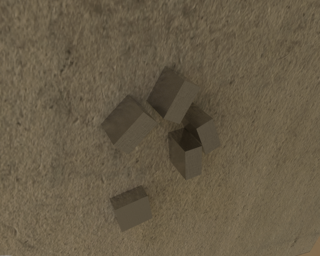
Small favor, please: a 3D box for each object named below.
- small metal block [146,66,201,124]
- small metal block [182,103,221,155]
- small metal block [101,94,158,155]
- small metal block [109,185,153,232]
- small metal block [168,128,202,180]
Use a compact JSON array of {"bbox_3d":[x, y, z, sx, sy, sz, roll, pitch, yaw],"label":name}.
[{"bbox_3d":[0.015,-0.041,0.375,0.025,0.050,0.050,18,109,-36],"label":"small metal block"},{"bbox_3d":[0.054,0.000,0.422,0.025,0.050,0.050,-32,129,-8],"label":"small metal block"},{"bbox_3d":[-0.038,-0.005,0.368,0.050,0.050,0.025,-47,130,5],"label":"small metal block"},{"bbox_3d":[-0.042,0.120,0.459,0.050,0.025,0.050,-21,127,-17],"label":"small metal block"},{"bbox_3d":[0.035,0.036,0.434,0.025,0.050,0.050,-17,126,-19],"label":"small metal block"}]
